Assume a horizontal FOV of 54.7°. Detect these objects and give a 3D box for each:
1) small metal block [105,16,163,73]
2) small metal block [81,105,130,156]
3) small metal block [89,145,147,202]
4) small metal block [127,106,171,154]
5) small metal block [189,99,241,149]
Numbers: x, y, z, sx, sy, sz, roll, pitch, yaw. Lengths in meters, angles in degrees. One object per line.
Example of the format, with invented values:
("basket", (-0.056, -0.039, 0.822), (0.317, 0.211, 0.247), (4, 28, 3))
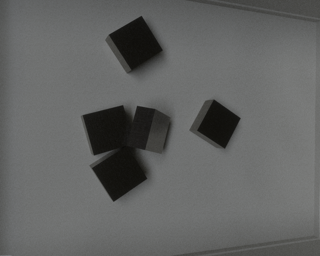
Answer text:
("small metal block", (-0.033, -0.106, 0.398), (0.050, 0.025, 0.050), (-36, 102, -16))
("small metal block", (-0.066, 0.002, 0.386), (0.050, 0.025, 0.050), (-16, 95, -19))
("small metal block", (-0.053, 0.056, 0.391), (0.050, 0.025, 0.050), (-33, 101, -17))
("small metal block", (-0.013, 0.004, 0.391), (0.025, 0.050, 0.050), (12, 85, 24))
("small metal block", (0.078, -0.005, 0.439), (0.050, 0.025, 0.050), (32, 80, -17))
